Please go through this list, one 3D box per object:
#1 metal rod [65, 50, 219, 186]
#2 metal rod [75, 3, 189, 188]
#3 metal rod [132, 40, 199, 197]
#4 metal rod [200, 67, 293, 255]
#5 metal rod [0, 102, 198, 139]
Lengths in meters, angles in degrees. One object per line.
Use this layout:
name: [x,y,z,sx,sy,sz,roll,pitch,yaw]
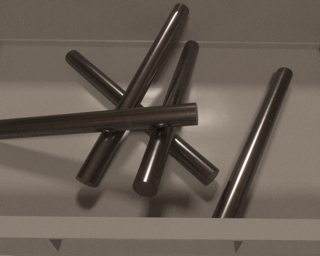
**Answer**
metal rod: [-0.041,-0.029,0.428,0.025,0.025,0.300,-35,58,-26]
metal rod: [-0.025,-0.060,0.414,0.025,0.025,0.300,19,64,14]
metal rod: [0.019,-0.038,0.411,0.025,0.025,0.301,11,43,8]
metal rod: [0.121,0.018,0.391,0.025,0.025,0.301,22,53,17]
metal rod: [-0.107,-0.005,0.367,0.301,0.025,0.025,-4,49,12]
